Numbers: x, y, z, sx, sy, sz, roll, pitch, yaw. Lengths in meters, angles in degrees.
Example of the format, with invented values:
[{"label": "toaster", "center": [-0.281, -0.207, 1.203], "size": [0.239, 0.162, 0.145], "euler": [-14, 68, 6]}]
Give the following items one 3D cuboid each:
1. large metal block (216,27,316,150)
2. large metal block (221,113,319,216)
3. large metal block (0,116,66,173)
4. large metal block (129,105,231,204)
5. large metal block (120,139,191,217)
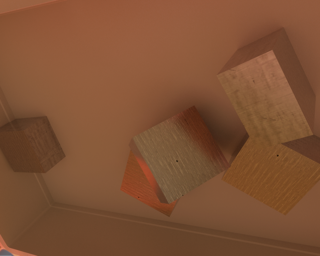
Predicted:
[{"label": "large metal block", "center": [0.105, -0.039, 0.294], "size": [0.050, 0.080, 0.080], "euler": [-22, 107, 36]}, {"label": "large metal block", "center": [0.128, 0.038, 0.348], "size": [0.080, 0.050, 0.079], "euler": [29, 128, 9]}, {"label": "large metal block", "center": [-0.222, 0.029, 0.527], "size": [0.080, 0.050, 0.080], "euler": [-3, 117, 29]}, {"label": "large metal block", "center": [0.020, 0.032, 0.361], "size": [0.080, 0.080, 0.050], "euler": [61, 165, 6]}, {"label": "large metal block", "center": [-0.002, 0.064, 0.433], "size": [0.080, 0.050, 0.079], "euler": [26, 128, 11]}]
